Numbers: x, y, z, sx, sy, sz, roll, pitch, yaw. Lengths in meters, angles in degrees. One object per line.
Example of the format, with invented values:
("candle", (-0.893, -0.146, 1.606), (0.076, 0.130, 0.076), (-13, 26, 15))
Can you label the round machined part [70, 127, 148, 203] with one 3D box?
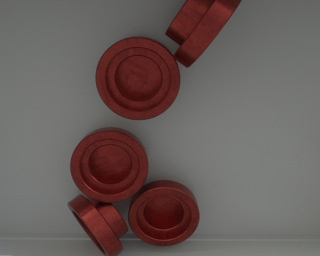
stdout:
("round machined part", (-0.065, 0.046, 0.414), (0.099, 0.042, 0.097), (-1, 103, -4))

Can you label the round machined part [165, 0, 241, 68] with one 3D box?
("round machined part", (0.042, -0.116, 0.331), (0.042, 0.098, 0.098), (36, 106, -7))

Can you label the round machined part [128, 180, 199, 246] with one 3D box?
("round machined part", (0.005, 0.117, 0.446), (0.099, 0.042, 0.097), (0, 110, -1))

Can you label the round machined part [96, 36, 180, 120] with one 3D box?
("round machined part", (-0.026, -0.062, 0.379), (0.099, 0.042, 0.097), (0, 110, -1))

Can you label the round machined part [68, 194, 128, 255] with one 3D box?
("round machined part", (-0.081, 0.130, 0.430), (0.042, 0.098, 0.098), (-36, 111, -25))
